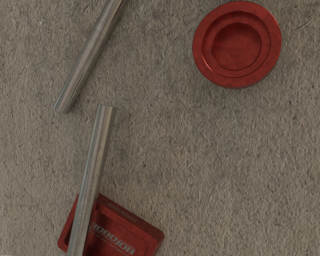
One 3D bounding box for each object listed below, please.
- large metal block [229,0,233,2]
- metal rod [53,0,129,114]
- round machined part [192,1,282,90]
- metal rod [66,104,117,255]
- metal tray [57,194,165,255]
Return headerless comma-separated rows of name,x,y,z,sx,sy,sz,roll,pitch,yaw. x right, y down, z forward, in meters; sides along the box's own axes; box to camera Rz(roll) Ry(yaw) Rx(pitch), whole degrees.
large metal block,0.091,-0.214,0.363,0.080,0.050,0.080,-35,79,16
metal rod,-0.072,-0.154,0.433,0.025,0.025,0.299,33,100,16
round machined part,0.091,-0.094,0.368,0.098,0.042,0.097,0,90,19
metal rod,-0.100,0.116,0.410,0.025,0.025,0.298,14,94,19
metal tray,-0.070,0.155,0.429,0.130,0.030,0.090,27,99,17
